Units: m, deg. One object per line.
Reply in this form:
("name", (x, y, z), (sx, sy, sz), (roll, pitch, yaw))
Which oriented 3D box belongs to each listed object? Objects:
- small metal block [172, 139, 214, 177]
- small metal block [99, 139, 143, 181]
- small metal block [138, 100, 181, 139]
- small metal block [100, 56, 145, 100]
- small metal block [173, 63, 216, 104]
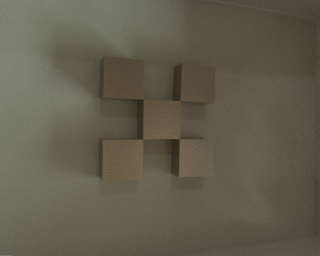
("small metal block", (0.045, 0.040, 0.424), (0.050, 0.025, 0.050), (1, 90, -20))
("small metal block", (-0.049, 0.039, 0.390), (0.050, 0.025, 0.050), (1, 90, -20))
("small metal block", (-0.001, -0.011, 0.407), (0.050, 0.025, 0.050), (0, 90, -20))
("small metal block", (-0.048, -0.061, 0.391), (0.050, 0.025, 0.050), (2, 90, -20))
("small metal block", (0.047, -0.059, 0.425), (0.050, 0.025, 0.050), (3, 89, -20))
